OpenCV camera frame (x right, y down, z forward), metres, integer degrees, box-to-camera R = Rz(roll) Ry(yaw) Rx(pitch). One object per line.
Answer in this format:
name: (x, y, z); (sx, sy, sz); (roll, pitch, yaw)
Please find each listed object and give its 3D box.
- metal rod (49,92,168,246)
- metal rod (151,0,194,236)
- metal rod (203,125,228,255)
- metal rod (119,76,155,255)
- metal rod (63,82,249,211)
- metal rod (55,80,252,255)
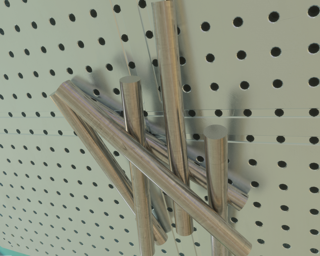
metal rod: (-0.068, 0.070, 0.472); (0.025, 0.025, 0.299); (-15, 117, 34)
metal rod: (0.019, 0.004, 0.381); (0.025, 0.025, 0.298); (4, 113, 26)
metal rod: (0.079, 0.121, 0.416); (0.025, 0.025, 0.298); (9, 131, 23)
metal rod: (-0.028, 0.073, 0.436); (0.025, 0.025, 0.298); (10, 122, 23)
metal rod: (-0.015, 0.021, 0.432); (0.301, 0.025, 0.025); (32, 129, 7)
metal rod: (-0.007, 0.051, 0.380); (0.300, 0.025, 0.025); (42, 129, -1)
